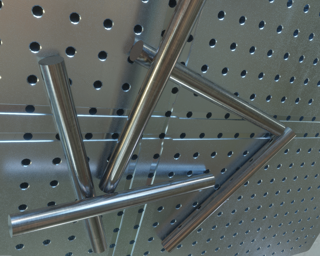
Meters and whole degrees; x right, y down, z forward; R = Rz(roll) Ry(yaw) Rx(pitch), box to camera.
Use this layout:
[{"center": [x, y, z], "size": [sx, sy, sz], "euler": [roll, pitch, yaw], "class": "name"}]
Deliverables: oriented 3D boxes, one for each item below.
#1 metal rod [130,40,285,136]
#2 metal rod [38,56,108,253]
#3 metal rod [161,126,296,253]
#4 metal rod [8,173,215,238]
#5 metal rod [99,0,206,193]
[{"center": [0.087, -0.042, 0.434], "size": [0.302, 0.025, 0.025], "euler": [21, 107, -37], "class": "metal rod"}, {"center": [-0.101, 0.057, 0.392], "size": [0.025, 0.025, 0.298], "euler": [-17, 126, -19], "class": "metal rod"}, {"center": [0.119, 0.108, 0.545], "size": [0.300, 0.025, 0.025], "euler": [-43, 130, 1], "class": "metal rod"}, {"center": [-0.041, 0.097, 0.425], "size": [0.303, 0.025, 0.025], "euler": [-5, 121, -35], "class": "metal rod"}, {"center": [-0.012, -0.037, 0.355], "size": [0.025, 0.025, 0.298], "euler": [8, 123, -32], "class": "metal rod"}]
